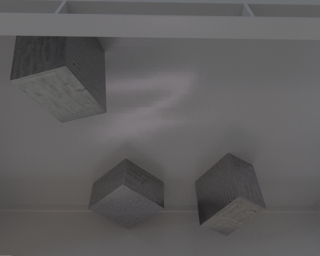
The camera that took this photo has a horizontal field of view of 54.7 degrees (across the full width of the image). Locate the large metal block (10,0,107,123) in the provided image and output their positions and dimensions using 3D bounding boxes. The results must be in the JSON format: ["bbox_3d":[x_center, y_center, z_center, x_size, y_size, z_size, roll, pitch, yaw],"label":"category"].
[{"bbox_3d":[-0.093,-0.062,0.303,0.050,0.080,0.080,-12,152,10],"label":"large metal block"}]

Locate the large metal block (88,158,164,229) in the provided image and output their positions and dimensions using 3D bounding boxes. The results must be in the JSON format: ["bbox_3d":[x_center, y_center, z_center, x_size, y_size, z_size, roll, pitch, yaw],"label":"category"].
[{"bbox_3d":[-0.051,0.104,0.481,0.080,0.050,0.080,37,121,-27],"label":"large metal block"}]

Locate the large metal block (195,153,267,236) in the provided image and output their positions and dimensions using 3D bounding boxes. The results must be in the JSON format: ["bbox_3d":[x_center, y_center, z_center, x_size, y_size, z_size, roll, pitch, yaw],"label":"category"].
[{"bbox_3d":[0.100,0.098,0.457,0.050,0.080,0.080,27,125,-21],"label":"large metal block"}]
